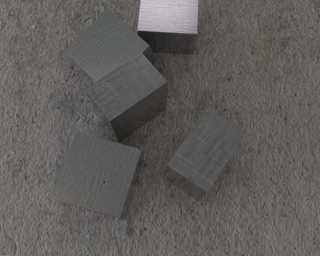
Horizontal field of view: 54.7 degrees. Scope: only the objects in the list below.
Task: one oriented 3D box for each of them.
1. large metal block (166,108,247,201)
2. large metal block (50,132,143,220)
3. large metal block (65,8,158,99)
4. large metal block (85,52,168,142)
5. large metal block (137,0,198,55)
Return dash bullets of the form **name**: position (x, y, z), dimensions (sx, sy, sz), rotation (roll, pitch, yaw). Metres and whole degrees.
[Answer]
- **large metal block**: position (0.051, 0.035, 0.366), dimensions (0.050, 0.080, 0.080), rotation (33, 73, 11)
- **large metal block**: position (-0.071, 0.059, 0.373), dimensions (0.080, 0.050, 0.080), rotation (15, 71, 5)
- **large metal block**: position (-0.064, -0.097, 0.420), dimensions (0.080, 0.050, 0.080), rotation (-46, 76, 1)
- **large metal block**: position (-0.038, -0.035, 0.391), dimensions (0.080, 0.080, 0.050), rotation (-36, 74, -12)
- **large metal block**: position (0.012, -0.157, 0.452), dimensions (0.080, 0.050, 0.080), rotation (4, 70, 1)
